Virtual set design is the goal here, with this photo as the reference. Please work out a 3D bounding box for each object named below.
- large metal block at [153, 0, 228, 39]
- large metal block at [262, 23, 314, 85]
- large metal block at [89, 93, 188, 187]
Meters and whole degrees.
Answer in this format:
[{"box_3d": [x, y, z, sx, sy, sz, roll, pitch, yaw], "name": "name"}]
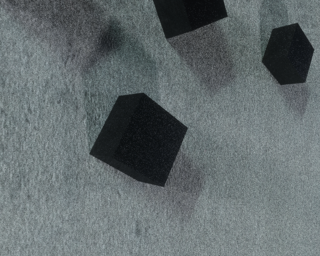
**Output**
[{"box_3d": [0.039, -0.176, 0.423, 0.081, 0.050, 0.080, -33, 111, -35], "name": "large metal block"}, {"box_3d": [0.251, -0.141, 0.602, 0.080, 0.050, 0.080, 36, 68, -35], "name": "large metal block"}, {"box_3d": [-0.023, 0.015, 0.371, 0.080, 0.050, 0.080, 37, 67, -34], "name": "large metal block"}]
